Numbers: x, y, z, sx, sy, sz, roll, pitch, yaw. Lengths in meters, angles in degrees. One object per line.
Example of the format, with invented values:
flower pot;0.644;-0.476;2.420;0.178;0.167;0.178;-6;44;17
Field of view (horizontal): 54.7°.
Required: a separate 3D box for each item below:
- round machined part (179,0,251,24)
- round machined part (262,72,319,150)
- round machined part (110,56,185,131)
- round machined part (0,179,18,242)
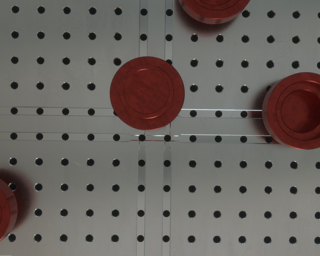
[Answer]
round machined part;0.070;-0.184;0.406;0.099;0.042;0.097;0;90;-1
round machined part;0.183;-0.021;0.407;0.099;0.042;0.097;0;90;-1
round machined part;-0.017;-0.045;0.405;0.099;0.042;0.097;0;90;-1
round machined part;-0.234;0.106;0.402;0.099;0.042;0.097;0;90;-1
